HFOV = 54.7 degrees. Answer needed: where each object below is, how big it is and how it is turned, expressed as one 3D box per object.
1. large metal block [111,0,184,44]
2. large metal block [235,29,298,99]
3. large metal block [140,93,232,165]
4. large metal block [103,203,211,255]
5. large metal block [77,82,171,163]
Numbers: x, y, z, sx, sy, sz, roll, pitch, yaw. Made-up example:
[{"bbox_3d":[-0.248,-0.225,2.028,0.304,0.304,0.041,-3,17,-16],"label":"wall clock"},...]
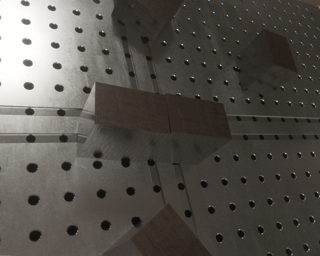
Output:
[{"bbox_3d":[-0.019,-0.197,0.504,0.080,0.050,0.080,34,51,-6],"label":"large metal block"},{"bbox_3d":[0.182,-0.109,0.540,0.050,0.080,0.080,12,57,-22],"label":"large metal block"},{"bbox_3d":[0.028,0.006,0.386,0.081,0.080,0.050,7,59,-25],"label":"large metal block"},{"bbox_3d":[0.000,0.129,0.296,0.050,0.080,0.080,-35,82,-38],"label":"large metal block"},{"bbox_3d":[-0.044,-0.002,0.351,0.081,0.080,0.050,8,58,-24],"label":"large metal block"}]
